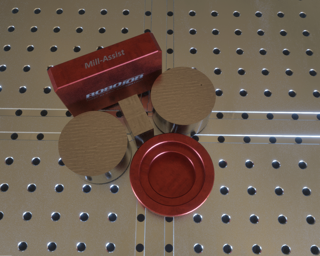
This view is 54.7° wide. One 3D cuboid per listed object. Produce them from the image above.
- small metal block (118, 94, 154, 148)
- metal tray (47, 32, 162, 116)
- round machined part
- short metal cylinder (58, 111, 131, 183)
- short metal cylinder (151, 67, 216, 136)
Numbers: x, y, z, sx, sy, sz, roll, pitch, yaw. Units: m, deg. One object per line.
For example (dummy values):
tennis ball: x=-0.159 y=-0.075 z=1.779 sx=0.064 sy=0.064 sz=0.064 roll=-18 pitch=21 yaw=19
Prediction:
small metal block: x=-0.029 y=-0.008 z=0.396 sx=0.025 sy=0.050 sz=0.050 roll=-24 pitch=72 yaw=-8
metal tray: x=-0.063 y=-0.064 z=0.395 sx=0.131 sy=0.090 sz=0.030 roll=-22 pitch=72 yaw=-8
round machined part: x=0.014 y=0.058 z=0.377 sx=0.099 sy=0.042 sz=0.098 roll=0 pitch=70 yaw=0
short metal cylinder: x=-0.078 y=0.025 z=0.385 sx=0.081 sy=0.050 sz=0.080 roll=0 pitch=70 yaw=0
short metal cylinder: x=0.029 y=-0.033 z=0.407 sx=0.081 sy=0.050 sz=0.080 roll=0 pitch=70 yaw=0
